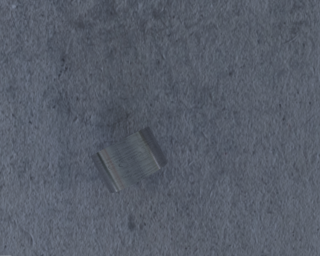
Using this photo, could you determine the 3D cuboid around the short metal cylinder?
[{"bbox_3d":[-0.037,0.038,0.382,0.080,0.080,0.050,-28,90,0],"label":"short metal cylinder"}]
